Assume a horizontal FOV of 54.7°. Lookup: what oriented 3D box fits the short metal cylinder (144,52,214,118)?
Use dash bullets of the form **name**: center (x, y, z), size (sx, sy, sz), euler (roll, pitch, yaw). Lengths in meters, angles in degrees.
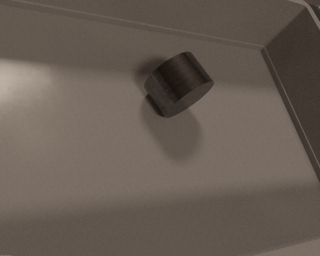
- **short metal cylinder**: center (0.026, -0.057, 0.421), size (0.081, 0.080, 0.050), euler (-26, 77, -37)
